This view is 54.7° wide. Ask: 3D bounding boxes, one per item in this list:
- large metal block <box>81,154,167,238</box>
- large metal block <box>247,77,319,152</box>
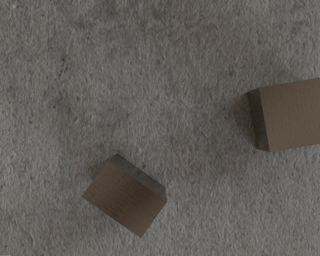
[{"bbox_3d":[-0.039,0.078,0.382,0.080,0.080,0.050,35,90,-1],"label":"large metal block"},{"bbox_3d":[0.166,-0.017,0.400,0.080,0.050,0.080,-10,90,-1],"label":"large metal block"}]
